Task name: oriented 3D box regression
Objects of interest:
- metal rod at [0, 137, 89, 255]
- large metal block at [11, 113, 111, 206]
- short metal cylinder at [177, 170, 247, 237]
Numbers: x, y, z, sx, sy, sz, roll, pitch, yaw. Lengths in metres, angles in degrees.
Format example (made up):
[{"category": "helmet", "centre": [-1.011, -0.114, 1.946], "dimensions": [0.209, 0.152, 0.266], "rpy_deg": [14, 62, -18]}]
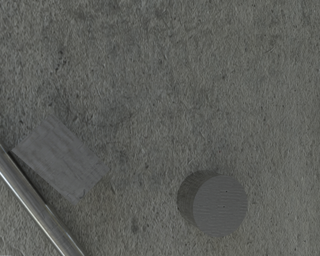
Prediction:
[{"category": "metal rod", "centre": [-0.168, 0.048, 0.347], "dimensions": [0.025, 0.025, 0.299], "rpy_deg": [-35, 102, -17]}, {"category": "large metal block", "centre": [-0.108, 0.031, 0.340], "dimensions": [0.050, 0.080, 0.080], "rpy_deg": [-47, 105, -14]}, {"category": "short metal cylinder", "centre": [0.070, 0.100, 0.422], "dimensions": [0.081, 0.050, 0.079], "rpy_deg": [0, 90, -20]}]
